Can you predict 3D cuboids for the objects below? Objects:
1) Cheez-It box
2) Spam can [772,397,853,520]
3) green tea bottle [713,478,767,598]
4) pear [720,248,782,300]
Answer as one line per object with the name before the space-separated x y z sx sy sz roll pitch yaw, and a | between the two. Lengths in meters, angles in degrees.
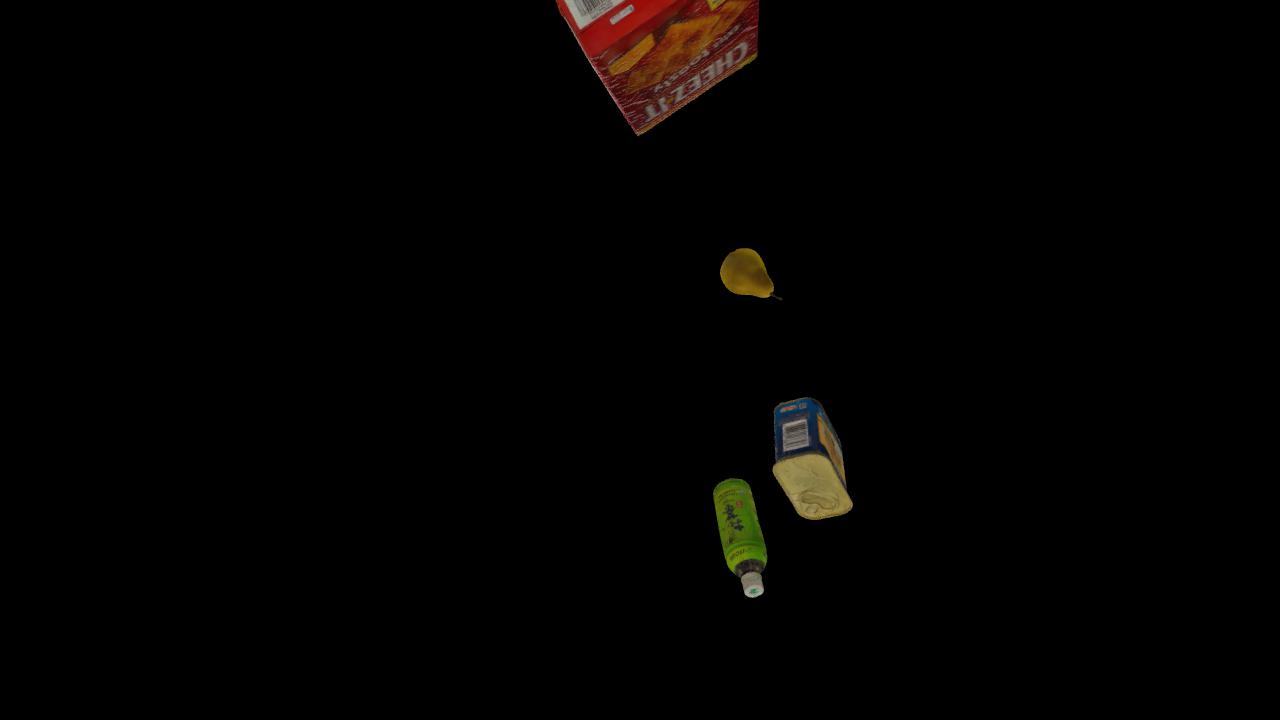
Cheez-It box | 0.031 -0.324 0.609 0.166 0.071 0.223 -29 -2 11
Spam can | 0.179 0.102 0.645 0.058 0.101 0.085 -18 35 25
green tea bottle | 0.170 0.296 1.026 0.073 0.073 0.212 0 36 -4
pear | 0.180 -0.128 0.984 0.080 0.080 0.111 0 36 -37
